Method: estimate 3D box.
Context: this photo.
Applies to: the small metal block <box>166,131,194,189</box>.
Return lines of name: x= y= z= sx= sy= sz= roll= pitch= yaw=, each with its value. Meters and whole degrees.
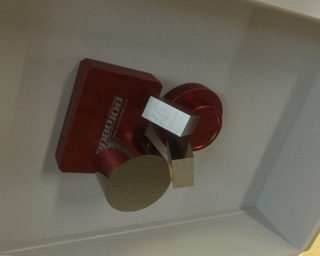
small metal block: x=0.024 y=0.037 z=0.378 sx=0.025 sy=0.050 sz=0.050 roll=-7 pitch=130 yaw=-3

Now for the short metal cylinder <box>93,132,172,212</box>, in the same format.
short metal cylinder: x=-0.033 y=0.051 z=0.367 sx=0.081 sy=0.050 sz=0.079 roll=-14 pitch=125 yaw=-21

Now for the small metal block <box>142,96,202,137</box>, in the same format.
small metal block: x=0.015 y=-0.014 z=0.358 sx=0.025 sy=0.050 sz=0.050 roll=-65 pitch=163 yaw=12

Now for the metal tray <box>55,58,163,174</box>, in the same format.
metal tray: x=-0.061 y=-0.007 z=0.364 sx=0.091 sy=0.030 sz=0.129 roll=8 pitch=114 yaw=-32

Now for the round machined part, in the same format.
round machined part: x=0.044 y=-0.008 z=0.416 sx=0.099 sy=0.042 sz=0.097 roll=-14 pitch=125 yaw=-21
